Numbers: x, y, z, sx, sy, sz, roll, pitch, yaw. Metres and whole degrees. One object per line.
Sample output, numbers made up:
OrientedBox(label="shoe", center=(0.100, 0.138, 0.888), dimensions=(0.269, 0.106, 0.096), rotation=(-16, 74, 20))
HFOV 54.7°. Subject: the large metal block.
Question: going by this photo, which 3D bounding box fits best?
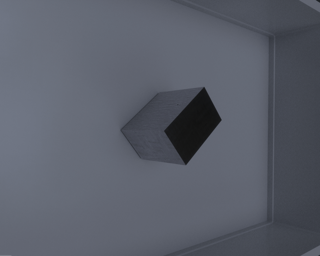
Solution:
OrientedBox(label="large metal block", center=(0.014, -0.004, 0.381), dimensions=(0.080, 0.080, 0.050), rotation=(-47, 119, -30))
